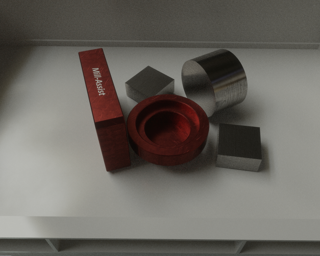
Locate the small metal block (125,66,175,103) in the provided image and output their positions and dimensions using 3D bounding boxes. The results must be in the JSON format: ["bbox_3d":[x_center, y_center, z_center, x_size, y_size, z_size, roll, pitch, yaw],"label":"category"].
[{"bbox_3d":[-0.014,-0.059,0.452,0.050,0.025,0.050,32,57,25],"label":"small metal block"}]

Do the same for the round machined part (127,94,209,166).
[{"bbox_3d":[0.009,0.007,0.385,0.099,0.042,0.098,0,50,0],"label":"round machined part"}]

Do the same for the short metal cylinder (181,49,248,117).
[{"bbox_3d":[0.072,-0.061,0.419,0.050,0.080,0.080,-23,54,-18],"label":"short metal cylinder"}]

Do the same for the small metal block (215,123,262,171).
[{"bbox_3d":[0.097,0.023,0.385,0.050,0.025,0.050,6,50,7],"label":"small metal block"}]

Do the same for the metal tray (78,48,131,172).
[{"bbox_3d":[-0.068,-0.024,0.380,0.030,0.089,0.130,-13,51,-11],"label":"metal tray"}]
